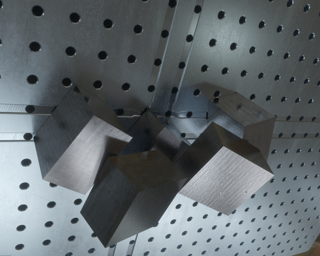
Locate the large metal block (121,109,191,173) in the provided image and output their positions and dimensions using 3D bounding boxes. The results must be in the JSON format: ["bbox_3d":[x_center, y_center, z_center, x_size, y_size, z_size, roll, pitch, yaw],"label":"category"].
[{"bbox_3d":[-0.007,0.035,0.414,0.080,0.050,0.080,-49,129,6],"label":"large metal block"}]

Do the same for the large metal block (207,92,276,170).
[{"bbox_3d":[0.111,0.006,0.442,0.050,0.080,0.079,-15,125,-20],"label":"large metal block"}]

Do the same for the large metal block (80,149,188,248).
[{"bbox_3d":[-0.028,0.074,0.341,0.081,0.050,0.079,-3,130,-51],"label":"large metal block"}]

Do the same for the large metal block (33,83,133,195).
[{"bbox_3d":[-0.087,0.010,0.335,0.050,0.080,0.080,34,99,-39],"label":"large metal block"}]

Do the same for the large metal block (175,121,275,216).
[{"bbox_3d":[0.074,0.051,0.379,0.080,0.050,0.080,29,116,-23],"label":"large metal block"}]
